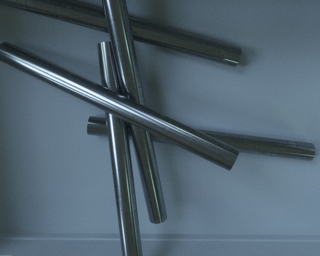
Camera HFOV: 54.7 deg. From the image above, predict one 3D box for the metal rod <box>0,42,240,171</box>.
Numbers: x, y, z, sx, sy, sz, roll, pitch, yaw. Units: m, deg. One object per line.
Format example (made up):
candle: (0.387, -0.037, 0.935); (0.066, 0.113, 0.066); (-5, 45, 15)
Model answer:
metal rod: (-0.055, -0.029, 0.351); (0.301, 0.025, 0.025); (25, 109, 10)

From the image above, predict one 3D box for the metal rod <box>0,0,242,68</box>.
metal rod: (-0.051, -0.122, 0.365); (0.302, 0.025, 0.025); (14, 110, -5)

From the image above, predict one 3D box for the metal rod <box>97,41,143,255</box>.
metal rod: (-0.047, 0.046, 0.382); (0.025, 0.025, 0.298); (-6, 93, 2)

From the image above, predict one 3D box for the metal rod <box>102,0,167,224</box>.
metal rod: (-0.027, -0.013, 0.378); (0.025, 0.025, 0.298); (-9, 110, 3)

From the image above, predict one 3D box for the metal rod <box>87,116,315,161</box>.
metal rod: (0.056, 0.015, 0.416); (0.302, 0.025, 0.025); (7, 110, -3)
